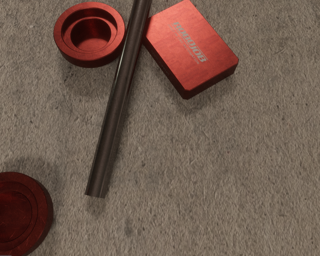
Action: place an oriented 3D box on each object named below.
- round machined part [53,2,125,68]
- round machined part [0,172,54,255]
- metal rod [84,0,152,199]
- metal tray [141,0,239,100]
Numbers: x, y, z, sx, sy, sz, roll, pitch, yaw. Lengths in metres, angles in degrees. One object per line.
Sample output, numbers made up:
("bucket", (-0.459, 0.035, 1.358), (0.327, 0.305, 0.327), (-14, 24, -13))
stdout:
("round machined part", (-0.097, -0.128, 0.445), (0.099, 0.042, 0.098), (0, 70, -1))
("round machined part", (-0.173, 0.103, 0.359), (0.099, 0.042, 0.098), (0, 70, -1))
("metal rod", (-0.049, -0.059, 0.409), (0.025, 0.025, 0.299), (11, 78, 4))
("metal tray", (0.038, -0.116, 0.448), (0.090, 0.030, 0.130), (-31, 73, -11))
